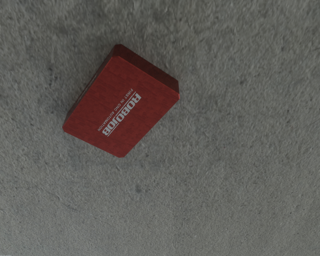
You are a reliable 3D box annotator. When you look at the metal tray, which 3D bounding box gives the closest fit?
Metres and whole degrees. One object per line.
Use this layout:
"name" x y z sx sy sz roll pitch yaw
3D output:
"metal tray" -0.049 -0.026 0.381 0.090 0.030 0.129 29 124 -23
